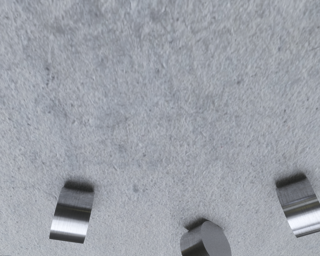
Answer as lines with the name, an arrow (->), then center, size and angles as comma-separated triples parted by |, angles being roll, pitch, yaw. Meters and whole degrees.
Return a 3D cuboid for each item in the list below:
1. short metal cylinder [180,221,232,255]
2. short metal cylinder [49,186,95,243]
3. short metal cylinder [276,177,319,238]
short metal cylinder -> 0.083, 0.216, 0.556 | 0.080, 0.080, 0.050 | 35, 122, -26
short metal cylinder -> -0.137, 0.136, 0.485 | 0.050, 0.080, 0.079 | 13, 129, -11
short metal cylinder -> 0.221, 0.123, 0.479 | 0.050, 0.080, 0.080 | -25, 126, 19
